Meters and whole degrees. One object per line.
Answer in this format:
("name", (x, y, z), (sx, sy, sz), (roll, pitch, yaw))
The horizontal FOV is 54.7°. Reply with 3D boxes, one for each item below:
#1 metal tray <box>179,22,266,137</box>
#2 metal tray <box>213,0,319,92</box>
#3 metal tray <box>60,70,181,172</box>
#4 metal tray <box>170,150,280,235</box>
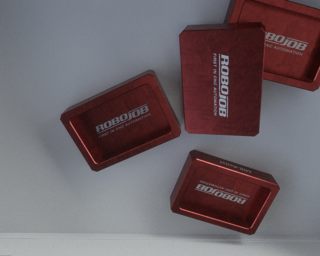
("metal tray", (0.073, -0.054, 0.367), (0.090, 0.030, 0.129), (2, 120, 15))
("metal tray", (0.139, -0.103, 0.371), (0.131, 0.030, 0.089), (13, 110, -5))
("metal tray", (-0.049, -0.008, 0.404), (0.130, 0.030, 0.090), (-24, 109, 8))
("metal tray", (0.090, 0.094, 0.443), (0.131, 0.030, 0.089), (18, 109, -7))
